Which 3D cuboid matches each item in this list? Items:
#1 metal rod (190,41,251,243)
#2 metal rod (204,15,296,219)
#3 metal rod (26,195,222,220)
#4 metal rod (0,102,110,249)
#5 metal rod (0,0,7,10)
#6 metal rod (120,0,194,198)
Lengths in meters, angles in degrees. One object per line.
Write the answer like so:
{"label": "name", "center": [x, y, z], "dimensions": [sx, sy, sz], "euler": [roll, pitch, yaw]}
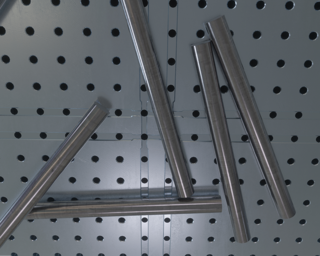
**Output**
{"label": "metal rod", "center": [0.088, 0.033, 0.425], "dimensions": [0.025, 0.025, 0.299], "euler": [-14, 110, 5]}
{"label": "metal rod", "center": [0.126, -0.001, 0.413], "dimensions": [0.025, 0.025, 0.299], "euler": [-23, 109, 8]}
{"label": "metal rod", "center": [-0.062, 0.117, 0.455], "dimensions": [0.302, 0.025, 0.025], "euler": [-2, 110, 0]}
{"label": "metal rod", "center": [-0.171, 0.087, 0.424], "dimensions": [0.025, 0.025, 0.299], "euler": [38, 98, -13]}
{"label": "metal rod", "center": [-0.195, -0.146, 0.357], "dimensions": [0.025, 0.025, 0.299], "euler": [40, 105, -13]}
{"label": "metal rod", "center": [-0.002, -0.042, 0.397], "dimensions": [0.025, 0.025, 0.299], "euler": [-15, 110, 5]}
